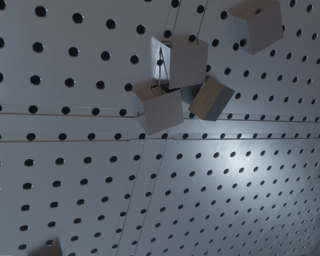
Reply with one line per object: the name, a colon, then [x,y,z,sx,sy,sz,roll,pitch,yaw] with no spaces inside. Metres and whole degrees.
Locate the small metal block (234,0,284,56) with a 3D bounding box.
small metal block: [0.128,-0.130,0.400,0.050,0.025,0.050,-31,129,-8]

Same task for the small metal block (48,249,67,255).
small metal block: [-0.157,0.214,0.457,0.050,0.025,0.050,-26,128,-12]

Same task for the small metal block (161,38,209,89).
small metal block: [0.029,-0.079,0.378,0.050,0.025,0.050,-13,124,-21]

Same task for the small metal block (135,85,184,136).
small metal block: [0.000,-0.025,0.395,0.050,0.025,0.050,-21,126,-16]

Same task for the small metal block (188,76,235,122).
small metal block: [0.069,-0.037,0.412,0.050,0.025,0.050,-59,155,14]
